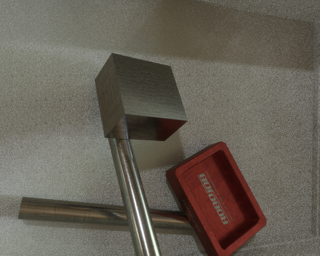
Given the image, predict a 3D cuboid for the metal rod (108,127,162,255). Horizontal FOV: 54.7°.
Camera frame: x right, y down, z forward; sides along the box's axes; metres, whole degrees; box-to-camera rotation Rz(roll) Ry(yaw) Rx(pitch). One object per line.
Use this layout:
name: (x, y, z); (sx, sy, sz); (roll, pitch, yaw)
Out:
metal rod: (-0.023, 0.091, 0.328); (0.025, 0.025, 0.299); (-8, 64, -20)

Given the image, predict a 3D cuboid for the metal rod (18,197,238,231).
metal rod: (-0.019, 0.117, 0.404); (0.302, 0.025, 0.025); (11, 87, -20)

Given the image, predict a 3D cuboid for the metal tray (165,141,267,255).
metal tray: (0.077, 0.095, 0.418); (0.091, 0.030, 0.130); (-27, 89, -26)

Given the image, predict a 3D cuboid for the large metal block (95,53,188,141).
large metal block: (-0.024, -0.033, 0.362); (0.081, 0.050, 0.080); (5, 57, -35)
